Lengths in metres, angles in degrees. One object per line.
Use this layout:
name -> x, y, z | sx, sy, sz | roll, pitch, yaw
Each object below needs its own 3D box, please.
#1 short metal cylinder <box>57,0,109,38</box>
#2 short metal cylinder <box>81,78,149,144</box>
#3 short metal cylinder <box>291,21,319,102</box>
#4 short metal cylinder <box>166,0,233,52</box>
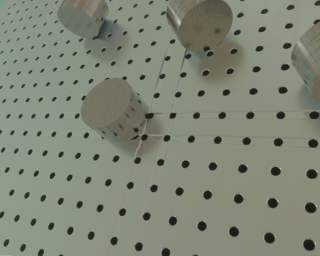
short metal cylinder -> -0.143, -0.215, 0.580 | 0.080, 0.080, 0.050 | 5, 65, 30
short metal cylinder -> -0.064, -0.024, 0.440 | 0.080, 0.050, 0.080 | -13, 56, 21
short metal cylinder -> 0.186, -0.070, 0.318 | 0.080, 0.080, 0.050 | -23, 54, 14
short metal cylinder -> 0.055, -0.156, 0.440 | 0.080, 0.080, 0.050 | -31, 52, 9
